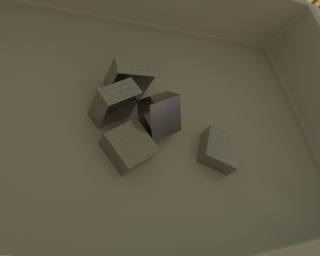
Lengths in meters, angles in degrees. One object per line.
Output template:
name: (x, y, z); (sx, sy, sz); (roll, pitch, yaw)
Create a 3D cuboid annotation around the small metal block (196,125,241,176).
small metal block: (0.082, 0.031, 0.431); (0.050, 0.025, 0.050); (25, 53, -13)

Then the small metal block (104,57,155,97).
small metal block: (-0.041, -0.065, 0.407); (0.050, 0.050, 0.025); (1, 62, -28)

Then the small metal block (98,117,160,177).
small metal block: (-0.037, 0.022, 0.372); (0.050, 0.025, 0.050); (-30, 78, -38)

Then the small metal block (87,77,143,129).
small metal block: (-0.055, -0.030, 0.377); (0.050, 0.050, 0.025); (-27, 74, -37)

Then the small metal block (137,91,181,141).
small metal block: (0.000, -0.015, 0.396); (0.050, 0.050, 0.025); (-22, 31, -36)
